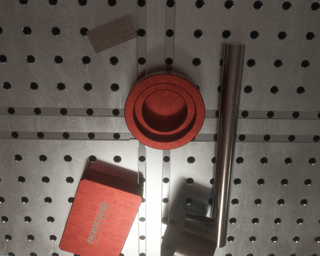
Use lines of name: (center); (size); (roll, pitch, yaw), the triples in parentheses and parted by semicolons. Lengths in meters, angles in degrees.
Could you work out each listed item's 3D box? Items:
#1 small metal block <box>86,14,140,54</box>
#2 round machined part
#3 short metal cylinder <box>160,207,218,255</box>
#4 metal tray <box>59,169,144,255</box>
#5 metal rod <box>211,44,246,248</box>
small metal block: (-0.052, -0.110, 0.359); (0.050, 0.050, 0.025); (-20, 109, 7)
round machined part: (0.006, -0.025, 0.395); (0.099, 0.042, 0.097); (0, 111, 0)
short metal cylinder: (0.041, 0.160, 0.444); (0.050, 0.080, 0.080); (24, 108, -9)
metal tray: (-0.087, 0.133, 0.459); (0.091, 0.030, 0.129); (19, 109, -8)
metal rod: (0.090, 0.037, 0.428); (0.025, 0.025, 0.298); (0, 110, -1)
